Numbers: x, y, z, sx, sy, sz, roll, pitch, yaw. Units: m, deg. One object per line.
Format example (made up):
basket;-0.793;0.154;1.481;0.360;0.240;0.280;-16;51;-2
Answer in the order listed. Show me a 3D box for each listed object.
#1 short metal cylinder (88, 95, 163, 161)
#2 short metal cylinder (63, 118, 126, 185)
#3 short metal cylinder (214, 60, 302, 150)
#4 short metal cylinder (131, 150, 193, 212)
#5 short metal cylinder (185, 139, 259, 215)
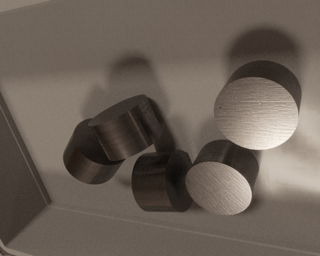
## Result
short metal cylinder;-0.043;-0.002;0.393;0.080;0.080;0.050;-14;111;33
short metal cylinder;-0.090;0.033;0.439;0.080;0.080;0.050;38;129;2
short metal cylinder;0.102;-0.024;0.323;0.080;0.050;0.079;13;124;20
short metal cylinder;0.007;0.071;0.412;0.050;0.080;0.080;-9;114;32
short metal cylinder;0.079;0.061;0.388;0.080;0.050;0.079;13;124;20
